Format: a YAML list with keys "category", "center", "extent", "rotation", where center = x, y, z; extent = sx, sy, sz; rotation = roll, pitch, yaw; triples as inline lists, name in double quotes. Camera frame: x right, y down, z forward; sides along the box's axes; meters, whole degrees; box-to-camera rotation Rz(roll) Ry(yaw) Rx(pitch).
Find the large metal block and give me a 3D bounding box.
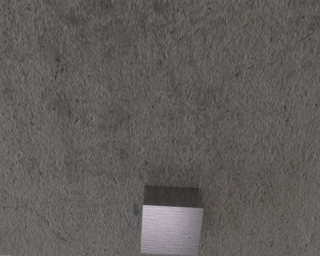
- category: "large metal block"
  center: [0.015, 0.132, 0.445]
  extent: [0.080, 0.050, 0.079]
  rotation: [3, 110, -2]
